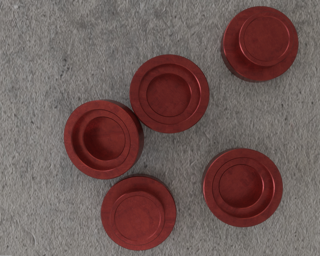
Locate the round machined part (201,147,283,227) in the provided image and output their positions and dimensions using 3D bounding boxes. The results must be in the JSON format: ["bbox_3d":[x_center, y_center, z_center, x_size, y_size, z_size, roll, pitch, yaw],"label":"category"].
[{"bbox_3d":[0.103,0.074,0.402,0.099,0.042,0.097,0,90,0],"label":"round machined part"}]

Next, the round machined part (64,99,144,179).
[{"bbox_3d":[-0.067,0.012,0.392,0.098,0.042,0.097,2,99,13],"label":"round machined part"}]

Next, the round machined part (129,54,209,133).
[{"bbox_3d":[0.011,-0.041,0.399,0.099,0.042,0.097,0,88,-4],"label":"round machined part"}]

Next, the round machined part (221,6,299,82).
[{"bbox_3d":[0.132,-0.110,0.402,0.099,0.042,0.097,0,90,0],"label":"round machined part"}]

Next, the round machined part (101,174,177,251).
[{"bbox_3d":[-0.028,0.111,0.401,0.099,0.042,0.097,0,90,0],"label":"round machined part"}]
